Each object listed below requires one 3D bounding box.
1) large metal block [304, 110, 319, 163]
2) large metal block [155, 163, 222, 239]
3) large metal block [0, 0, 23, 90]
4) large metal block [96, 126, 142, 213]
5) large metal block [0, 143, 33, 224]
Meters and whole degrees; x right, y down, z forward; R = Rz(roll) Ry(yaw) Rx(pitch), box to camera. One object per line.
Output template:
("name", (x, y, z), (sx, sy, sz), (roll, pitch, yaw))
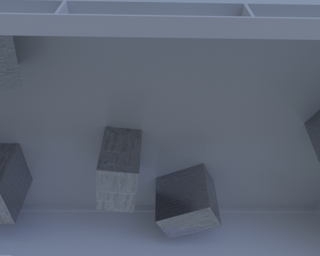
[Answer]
("large metal block", (0.231, 0.002, 0.371), (0.050, 0.080, 0.080), (29, 125, -10))
("large metal block", (0.041, 0.109, 0.466), (0.080, 0.080, 0.050), (-20, 128, 16))
("large metal block", (-0.187, -0.081, 0.303), (0.081, 0.050, 0.079), (-11, 134, -23))
("large metal block", (-0.055, 0.056, 0.420), (0.050, 0.080, 0.079), (6, 130, -5))
("large metal block", (-0.227, 0.077, 0.437), (0.050, 0.080, 0.079), (1, 130, -1))
